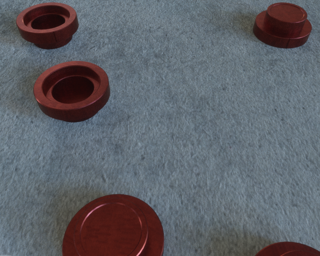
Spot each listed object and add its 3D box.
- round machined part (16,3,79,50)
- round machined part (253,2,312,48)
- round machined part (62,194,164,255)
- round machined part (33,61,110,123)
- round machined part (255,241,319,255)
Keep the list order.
[{"bbox_3d":[-0.190,-0.173,0.535,0.099,0.042,0.098,0,50,0],"label":"round machined part"},{"bbox_3d":[0.221,-0.189,0.554,0.099,0.042,0.098,0,50,0],"label":"round machined part"},{"bbox_3d":[-0.045,0.108,0.301,0.099,0.042,0.098,0,50,0],"label":"round machined part"},{"bbox_3d":[-0.118,-0.046,0.429,0.099,0.042,0.098,0,50,0],"label":"round machined part"},{"bbox_3d":[0.124,0.148,0.270,0.099,0.042,0.098,0,50,0],"label":"round machined part"}]
